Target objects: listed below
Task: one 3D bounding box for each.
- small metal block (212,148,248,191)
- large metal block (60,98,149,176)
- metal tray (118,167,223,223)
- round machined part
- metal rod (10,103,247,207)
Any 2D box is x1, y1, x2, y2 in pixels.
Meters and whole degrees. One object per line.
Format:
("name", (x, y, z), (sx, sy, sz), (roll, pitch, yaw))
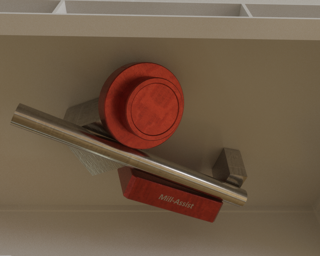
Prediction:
("small metal block", (0.099, 0.066, 0.448), (0.025, 0.050, 0.050), (11, 129, -10))
("large metal block", (-0.067, 0.008, 0.396), (0.080, 0.050, 0.080), (-18, 128, 14))
("metal tray", (0.011, 0.080, 0.428), (0.131, 0.090, 0.030), (20, 100, -18))
("round machined part", (-0.014, -0.023, 0.342), (0.099, 0.042, 0.097), (-7, 104, -28))
("metal rod", (-0.020, 0.040, 0.374), (0.302, 0.025, 0.025), (23, 126, -19))
